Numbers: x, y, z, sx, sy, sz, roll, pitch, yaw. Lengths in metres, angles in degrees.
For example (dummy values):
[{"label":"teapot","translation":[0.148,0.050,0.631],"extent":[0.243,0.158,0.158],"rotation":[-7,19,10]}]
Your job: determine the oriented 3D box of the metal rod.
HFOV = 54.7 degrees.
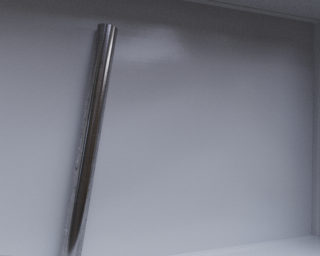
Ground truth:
[{"label":"metal rod","translation":[-0.087,0.022,0.378],"extent":[0.025,0.025,0.298],"rotation":[10,87,-20]}]
